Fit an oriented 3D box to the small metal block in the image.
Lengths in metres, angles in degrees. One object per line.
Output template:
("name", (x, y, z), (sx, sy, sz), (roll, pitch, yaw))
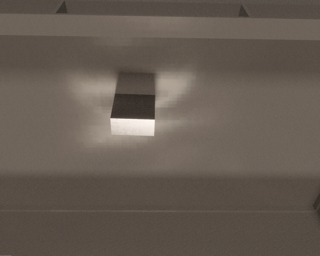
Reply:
("small metal block", (-0.032, -0.017, 0.378), (0.050, 0.050, 0.025), (2, 130, -2))
